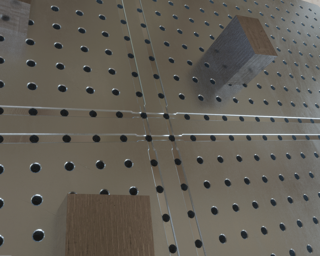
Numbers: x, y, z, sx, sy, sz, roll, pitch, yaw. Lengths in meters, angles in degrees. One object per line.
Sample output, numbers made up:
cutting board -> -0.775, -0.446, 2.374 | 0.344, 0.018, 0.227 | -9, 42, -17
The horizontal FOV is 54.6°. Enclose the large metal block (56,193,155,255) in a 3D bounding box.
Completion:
large metal block -> -0.053, 0.110, 0.296 | 0.081, 0.050, 0.080 | 7, 59, -24

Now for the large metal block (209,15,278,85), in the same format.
large metal block -> 0.138, -0.129, 0.525 | 0.050, 0.080, 0.080 | -3, 63, -30

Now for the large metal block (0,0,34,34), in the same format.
large metal block -> -0.202, -0.176, 0.390 | 0.081, 0.050, 0.080 | 10, 57, -23
